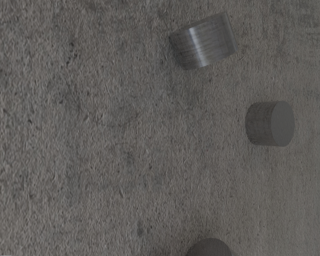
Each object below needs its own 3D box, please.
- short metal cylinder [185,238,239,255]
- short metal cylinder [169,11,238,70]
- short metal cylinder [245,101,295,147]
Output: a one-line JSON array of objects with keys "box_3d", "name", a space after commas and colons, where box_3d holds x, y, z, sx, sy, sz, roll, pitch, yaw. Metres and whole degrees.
[{"box_3d": [0.077, 0.204, 0.434, 0.050, 0.080, 0.080, 48, 62, -30], "name": "short metal cylinder"}, {"box_3d": [0.059, -0.117, 0.418, 0.080, 0.080, 0.050, -36, 113, -34], "name": "short metal cylinder"}, {"box_3d": [0.197, -0.008, 0.553, 0.081, 0.050, 0.080, 0, 90, -40], "name": "short metal cylinder"}]
